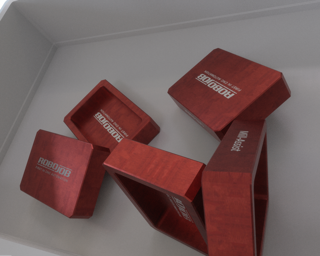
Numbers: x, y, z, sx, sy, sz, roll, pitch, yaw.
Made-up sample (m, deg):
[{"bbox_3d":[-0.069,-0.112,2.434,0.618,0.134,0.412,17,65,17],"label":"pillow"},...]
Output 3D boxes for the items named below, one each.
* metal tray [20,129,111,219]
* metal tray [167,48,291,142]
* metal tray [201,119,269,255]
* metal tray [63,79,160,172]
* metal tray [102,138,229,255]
[{"bbox_3d":[-0.130,0.057,0.412,0.130,0.030,0.090,11,83,39],"label":"metal tray"},{"bbox_3d":[0.074,-0.042,0.366,0.090,0.030,0.130,-41,34,0],"label":"metal tray"},{"bbox_3d":[0.068,0.052,0.252,0.030,0.089,0.131,-1,16,23],"label":"metal tray"},{"bbox_3d":[-0.073,-0.005,0.444,0.090,0.030,0.130,-46,51,-4],"label":"metal tray"},{"bbox_3d":[0.013,0.069,0.286,0.090,0.130,0.030,15,57,35],"label":"metal tray"}]
